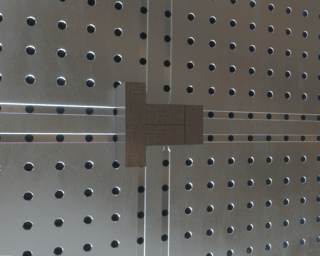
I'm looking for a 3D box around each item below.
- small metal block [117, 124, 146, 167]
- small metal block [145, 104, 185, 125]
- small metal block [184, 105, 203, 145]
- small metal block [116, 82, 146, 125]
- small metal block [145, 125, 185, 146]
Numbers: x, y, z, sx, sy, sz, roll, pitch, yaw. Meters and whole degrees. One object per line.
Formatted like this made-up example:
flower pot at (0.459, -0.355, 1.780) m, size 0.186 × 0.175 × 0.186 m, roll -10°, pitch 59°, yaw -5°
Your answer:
small metal block at (-0.037, 0.021, 0.386) m, size 0.025 × 0.050 × 0.050 m, roll 0°, pitch 90°, yaw -20°
small metal block at (-0.001, -0.017, 0.399) m, size 0.050 × 0.050 × 0.025 m, roll 0°, pitch 90°, yaw -20°
small metal block at (0.035, -0.004, 0.412) m, size 0.025 × 0.050 × 0.050 m, roll 0°, pitch 90°, yaw -20°
small metal block at (-0.037, -0.029, 0.386) m, size 0.025 × 0.050 × 0.050 m, roll 0°, pitch 90°, yaw -20°
small metal block at (-0.001, 0.008, 0.399) m, size 0.050 × 0.050 × 0.025 m, roll 0°, pitch 90°, yaw -20°
